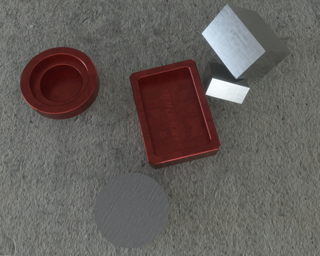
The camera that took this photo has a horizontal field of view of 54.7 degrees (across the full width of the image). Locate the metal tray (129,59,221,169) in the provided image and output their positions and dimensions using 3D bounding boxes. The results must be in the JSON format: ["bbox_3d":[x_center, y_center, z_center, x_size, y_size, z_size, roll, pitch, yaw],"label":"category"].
[{"bbox_3d":[0.017,-0.020,0.408,0.091,0.030,0.129,-14,71,0],"label":"metal tray"}]

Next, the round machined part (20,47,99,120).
[{"bbox_3d":[-0.131,-0.056,0.418,0.099,0.042,0.098,0,70,-1],"label":"round machined part"}]

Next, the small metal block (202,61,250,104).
[{"bbox_3d":[0.087,-0.062,0.415,0.050,0.025,0.050,13,37,-8],"label":"small metal block"}]

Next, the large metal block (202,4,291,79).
[{"bbox_3d":[0.117,-0.114,0.417,0.081,0.050,0.080,-13,65,-46],"label":"large metal block"}]

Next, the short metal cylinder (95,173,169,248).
[{"bbox_3d":[-0.031,0.096,0.359,0.081,0.050,0.080,0,70,0],"label":"short metal cylinder"}]
